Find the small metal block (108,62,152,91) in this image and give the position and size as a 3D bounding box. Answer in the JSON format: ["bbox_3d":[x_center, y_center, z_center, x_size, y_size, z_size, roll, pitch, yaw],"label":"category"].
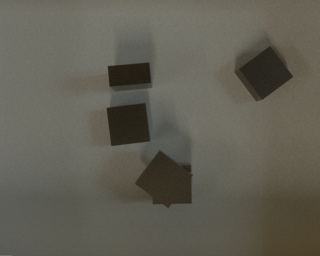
[{"bbox_3d":[-0.037,-0.065,0.398,0.050,0.050,0.025,-5,90,0],"label":"small metal block"}]

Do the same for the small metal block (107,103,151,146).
[{"bbox_3d":[-0.041,-0.004,0.411,0.050,0.025,0.050,-7,90,0],"label":"small metal block"}]

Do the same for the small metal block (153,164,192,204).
[{"bbox_3d":[0.015,0.073,0.411,0.050,0.025,0.050,-1,90,0],"label":"small metal block"}]

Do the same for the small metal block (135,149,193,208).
[{"bbox_3d":[0.005,0.062,0.386,0.050,0.025,0.050,37,90,0],"label":"small metal block"}]

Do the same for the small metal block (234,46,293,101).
[{"bbox_3d":[0.137,-0.071,0.412,0.050,0.025,0.050,-37,90,0],"label":"small metal block"}]
